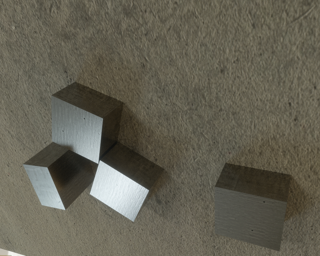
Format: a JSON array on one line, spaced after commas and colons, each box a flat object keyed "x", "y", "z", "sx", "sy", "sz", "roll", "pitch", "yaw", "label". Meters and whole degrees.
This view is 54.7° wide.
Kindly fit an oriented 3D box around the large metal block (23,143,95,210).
[{"x": -0.158, "y": 0.071, "z": 0.498, "sx": 0.050, "sy": 0.080, "sz": 0.080, "roll": 3, "pitch": 120, "yaw": 27, "label": "large metal block"}]

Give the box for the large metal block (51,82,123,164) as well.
[{"x": -0.104, "y": -0.008, "z": 0.441, "sx": 0.080, "sy": 0.050, "sz": 0.079, "roll": 24, "pitch": 127, "yaw": 13, "label": "large metal block"}]

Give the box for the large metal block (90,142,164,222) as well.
[{"x": -0.051, "y": 0.081, "z": 0.468, "sx": 0.080, "sy": 0.050, "sz": 0.079, "roll": 30, "pitch": 128, "yaw": 8, "label": "large metal block"}]

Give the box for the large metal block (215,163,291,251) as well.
[{"x": 0.115, "y": 0.098, "z": 0.390, "sx": 0.080, "sy": 0.050, "sz": 0.079, "roll": 9, "pitch": 122, "yaw": 23, "label": "large metal block"}]
